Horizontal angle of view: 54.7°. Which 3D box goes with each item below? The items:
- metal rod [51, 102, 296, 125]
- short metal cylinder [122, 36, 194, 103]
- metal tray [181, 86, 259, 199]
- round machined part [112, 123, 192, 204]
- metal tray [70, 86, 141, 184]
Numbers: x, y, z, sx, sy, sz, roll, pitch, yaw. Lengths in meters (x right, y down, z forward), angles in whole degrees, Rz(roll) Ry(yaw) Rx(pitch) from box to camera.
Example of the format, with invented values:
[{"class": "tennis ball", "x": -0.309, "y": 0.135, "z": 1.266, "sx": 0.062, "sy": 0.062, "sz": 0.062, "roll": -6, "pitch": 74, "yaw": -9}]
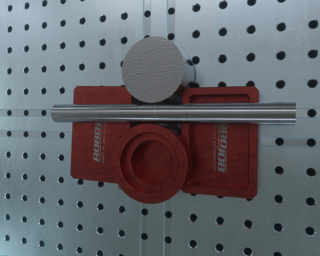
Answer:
[{"class": "metal rod", "x": 0.000, "y": -0.018, "z": 0.376, "sx": 0.301, "sy": 0.025, "sz": 0.025, "roll": 1, "pitch": 91, "yaw": 19}, {"class": "short metal cylinder", "x": -0.001, "y": -0.070, "z": 0.395, "sx": 0.080, "sy": 0.050, "sz": 0.079, "roll": 0, "pitch": 90, "yaw": 20}, {"class": "metal tray", "x": 0.073, "y": 0.016, "z": 0.380, "sx": 0.090, "sy": 0.030, "sz": 0.129, "roll": 1, "pitch": 90, "yaw": 19}, {"class": "round machined part", "x": -0.007, "y": 0.043, "z": 0.392, "sx": 0.098, "sy": 0.042, "sz": 0.097, "roll": 0, "pitch": 90, "yaw": 19}, {"class": "metal tray", "x": -0.076, "y": 0.008, "z": 0.431, "sx": 0.090, "sy": 0.030, "sz": 0.129, "roll": 3, "pitch": 91, "yaw": 19}]
